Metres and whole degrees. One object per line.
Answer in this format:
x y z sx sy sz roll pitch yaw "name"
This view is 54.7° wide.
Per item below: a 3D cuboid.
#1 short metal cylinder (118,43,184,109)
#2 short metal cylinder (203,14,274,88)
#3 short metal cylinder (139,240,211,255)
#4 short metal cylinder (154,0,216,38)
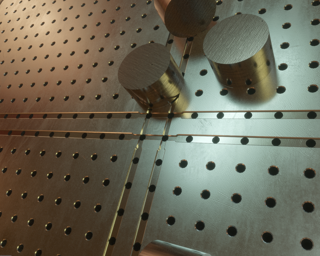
-0.012 -0.074 0.443 0.080 0.050 0.080 -13 56 20 "short metal cylinder"
0.102 -0.099 0.399 0.080 0.050 0.080 -13 56 21 "short metal cylinder"
0.011 0.147 0.276 0.050 0.080 0.080 4 64 30 "short metal cylinder"
0.037 -0.184 0.466 0.080 0.080 0.050 -29 52 9 "short metal cylinder"
